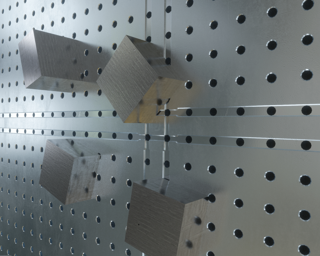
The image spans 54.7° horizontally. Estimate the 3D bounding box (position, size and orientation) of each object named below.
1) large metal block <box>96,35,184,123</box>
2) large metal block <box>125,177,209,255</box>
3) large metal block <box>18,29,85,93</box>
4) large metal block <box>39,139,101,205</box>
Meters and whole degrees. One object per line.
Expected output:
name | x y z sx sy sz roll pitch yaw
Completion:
large metal block | -0.029 -0.063 0.415 0.080 0.050 0.080 -50 61 28
large metal block | 0.007 0.114 0.385 0.080 0.050 0.079 14 99 38
large metal block | -0.181 -0.109 0.520 0.050 0.081 0.080 -23 76 37
large metal block | -0.151 0.069 0.515 0.080 0.050 0.079 23 104 37
